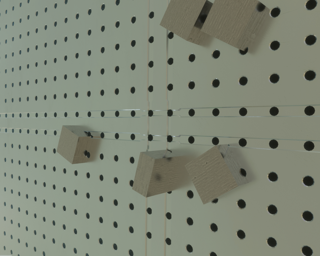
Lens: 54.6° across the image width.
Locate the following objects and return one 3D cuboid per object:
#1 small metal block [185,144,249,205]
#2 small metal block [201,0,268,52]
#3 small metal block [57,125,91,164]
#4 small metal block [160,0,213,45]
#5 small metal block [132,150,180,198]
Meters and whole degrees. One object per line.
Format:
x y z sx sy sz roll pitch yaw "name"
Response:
0.064 0.053 0.357 0.050 0.025 0.050 -39 66 33 "small metal block"
0.081 -0.120 0.343 0.050 0.025 0.050 39 114 33 "small metal block"
-0.149 0.028 0.534 0.050 0.025 0.050 28 108 36 "small metal block"
0.034 -0.138 0.382 0.050 0.025 0.050 41 115 32 "small metal block"
-0.004 0.057 0.398 0.025 0.050 0.050 22 104 38 "small metal block"
